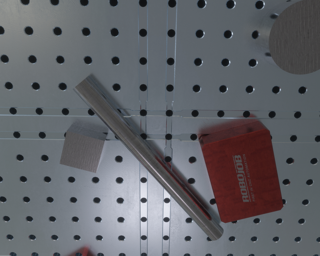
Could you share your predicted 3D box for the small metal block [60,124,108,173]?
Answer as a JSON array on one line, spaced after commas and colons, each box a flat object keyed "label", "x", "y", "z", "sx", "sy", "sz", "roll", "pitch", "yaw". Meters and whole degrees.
[{"label": "small metal block", "x": -0.104, "y": 0.028, "z": 0.423, "sx": 0.050, "sy": 0.025, "sz": 0.050, "roll": 16, "pitch": 109, "yaw": -6}]

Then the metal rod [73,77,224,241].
[{"label": "metal rod", "x": -0.007, "y": 0.052, "z": 0.432, "sx": 0.025, "sy": 0.025, "sz": 0.300, "roll": -37, "pitch": 106, "yaw": 12}]

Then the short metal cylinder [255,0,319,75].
[{"label": "short metal cylinder", "x": 0.159, "y": -0.107, "z": 0.362, "sx": 0.081, "sy": 0.050, "sz": 0.079, "roll": 0, "pitch": 110, "yaw": 0}]

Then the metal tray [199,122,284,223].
[{"label": "metal tray", "x": 0.115, "y": 0.064, "z": 0.436, "sx": 0.090, "sy": 0.030, "sz": 0.129, "roll": -15, "pitch": 110, "yaw": 5}]
